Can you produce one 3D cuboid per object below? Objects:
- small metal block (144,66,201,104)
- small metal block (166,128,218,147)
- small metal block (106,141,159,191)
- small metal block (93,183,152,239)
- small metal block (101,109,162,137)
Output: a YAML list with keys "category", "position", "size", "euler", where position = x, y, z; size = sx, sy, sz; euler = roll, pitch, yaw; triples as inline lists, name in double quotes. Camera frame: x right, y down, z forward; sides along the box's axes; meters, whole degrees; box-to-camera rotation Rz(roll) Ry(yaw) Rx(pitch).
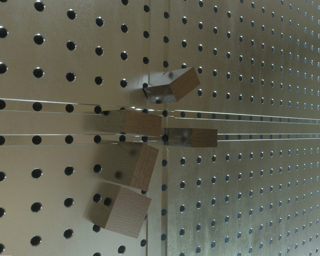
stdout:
- category: "small metal block"
  position: [0.016, -0.056, 0.408]
  size: [0.050, 0.050, 0.025]
  euler: [-39, 115, -33]
- category: "small metal block"
  position: [0.044, 0.013, 0.432]
  size: [0.050, 0.050, 0.025]
  euler: [3, 89, -40]
- category: "small metal block"
  position: [-0.033, 0.044, 0.367]
  size: [0.025, 0.050, 0.050]
  euler: [26, 74, -38]
- category: "small metal block"
  position: [-0.044, 0.100, 0.374]
  size: [0.050, 0.025, 0.050]
  euler: [32, 70, -36]
- category: "small metal block"
  position: [-0.034, -0.005, 0.366]
  size: [0.050, 0.050, 0.025]
  euler: [9, 84, -40]
